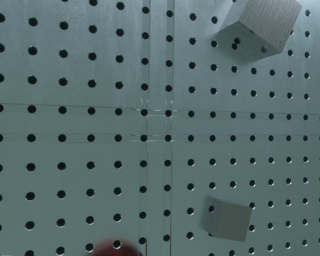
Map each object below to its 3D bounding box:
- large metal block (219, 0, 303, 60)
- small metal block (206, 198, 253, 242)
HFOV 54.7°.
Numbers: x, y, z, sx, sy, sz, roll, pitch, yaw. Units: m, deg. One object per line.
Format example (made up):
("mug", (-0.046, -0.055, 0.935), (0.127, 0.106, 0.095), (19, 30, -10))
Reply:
("large metal block", (0.147, -0.160, 0.453), (0.080, 0.050, 0.080), (29, 81, -18))
("small metal block", (0.101, 0.133, 0.450), (0.050, 0.025, 0.050), (16, 85, -19))
